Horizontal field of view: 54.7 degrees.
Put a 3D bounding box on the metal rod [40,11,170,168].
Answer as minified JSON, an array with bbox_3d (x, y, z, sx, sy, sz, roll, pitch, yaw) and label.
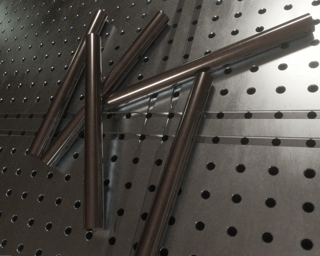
[{"bbox_3d":[-0.082,-0.067,0.489,0.025,0.025,0.300,28,77,37],"label":"metal rod"}]

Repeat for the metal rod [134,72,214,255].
[{"bbox_3d":[0.012,0.063,0.362,0.025,0.025,0.300,7,65,31],"label":"metal rod"}]

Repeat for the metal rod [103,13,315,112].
[{"bbox_3d":[0.054,-0.084,0.430,0.301,0.025,0.025,-20,54,16],"label":"metal rod"}]

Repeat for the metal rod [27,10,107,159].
[{"bbox_3d":[-0.154,-0.088,0.540,0.025,0.025,0.300,3,63,29],"label":"metal rod"}]

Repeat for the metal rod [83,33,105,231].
[{"bbox_3d":[-0.094,-0.011,0.438,0.025,0.025,0.299,-16,63,19],"label":"metal rod"}]
